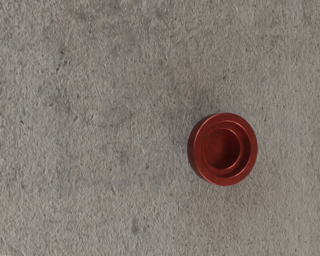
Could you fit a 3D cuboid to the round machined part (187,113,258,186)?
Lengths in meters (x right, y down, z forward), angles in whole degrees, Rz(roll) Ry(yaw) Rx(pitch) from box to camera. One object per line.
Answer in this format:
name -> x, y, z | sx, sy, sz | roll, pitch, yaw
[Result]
round machined part -> 0.082, 0.028, 0.430 | 0.099, 0.042, 0.097 | 0, 90, -20
